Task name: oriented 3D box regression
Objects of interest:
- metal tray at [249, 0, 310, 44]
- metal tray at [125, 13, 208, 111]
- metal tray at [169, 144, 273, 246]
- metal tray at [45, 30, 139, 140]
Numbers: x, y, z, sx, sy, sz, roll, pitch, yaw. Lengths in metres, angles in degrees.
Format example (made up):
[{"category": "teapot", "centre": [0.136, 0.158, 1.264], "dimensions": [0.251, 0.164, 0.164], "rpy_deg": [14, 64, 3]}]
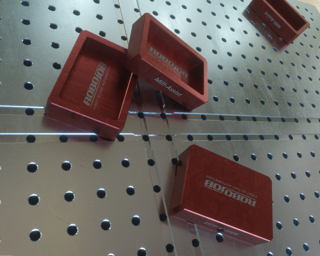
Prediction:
[{"category": "metal tray", "centre": [0.279, -0.263, 0.718], "dimensions": [0.130, 0.030, 0.091], "rpy_deg": [47, 51, 5]}, {"category": "metal tray", "centre": [0.015, -0.093, 0.446], "dimensions": [0.131, 0.030, 0.090], "rpy_deg": [29, 50, -32]}, {"category": "metal tray", "centre": [0.083, 0.086, 0.399], "dimensions": [0.131, 0.030, 0.090], "rpy_deg": [24, 53, -14]}, {"category": "metal tray", "centre": [-0.079, -0.058, 0.398], "dimensions": [0.091, 0.030, 0.130], "rpy_deg": [22, 53, -15]}]
